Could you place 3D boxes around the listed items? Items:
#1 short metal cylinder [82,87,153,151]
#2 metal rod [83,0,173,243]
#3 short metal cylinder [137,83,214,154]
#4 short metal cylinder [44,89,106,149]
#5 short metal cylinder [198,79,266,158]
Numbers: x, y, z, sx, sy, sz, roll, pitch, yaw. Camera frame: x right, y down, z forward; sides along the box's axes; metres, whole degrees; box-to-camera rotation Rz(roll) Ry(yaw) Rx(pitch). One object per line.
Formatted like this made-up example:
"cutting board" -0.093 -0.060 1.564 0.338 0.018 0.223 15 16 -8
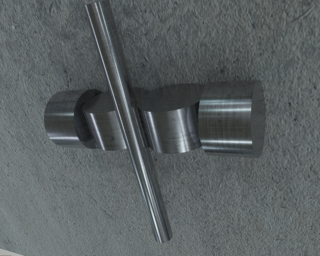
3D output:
"short metal cylinder" -0.051 -0.014 0.391 0.080 0.080 0.050 1 119 28
"metal rod" -0.027 0.014 0.352 0.025 0.025 0.298 1 119 28
"short metal cylinder" 0.019 -0.013 0.354 0.080 0.080 0.050 1 119 28
"short metal cylinder" -0.108 -0.012 0.422 0.050 0.080 0.080 1 119 28
"short metal cylinder" 0.078 -0.010 0.326 0.050 0.080 0.080 1 119 28
